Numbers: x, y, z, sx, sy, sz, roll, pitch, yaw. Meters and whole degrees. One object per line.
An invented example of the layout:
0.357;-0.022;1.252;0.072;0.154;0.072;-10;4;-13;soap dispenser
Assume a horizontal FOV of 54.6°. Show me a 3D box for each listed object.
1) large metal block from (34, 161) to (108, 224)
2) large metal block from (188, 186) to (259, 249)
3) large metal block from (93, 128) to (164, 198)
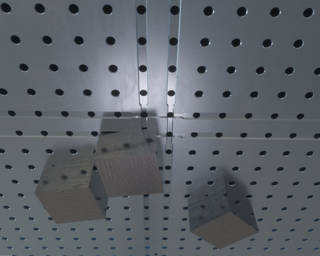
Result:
-0.132;0.101;0.480;0.080;0.050;0.080;-8;130;6;large metal block
0.106;0.154;0.527;0.080;0.050;0.080;-36;122;26;large metal block
-0.040;0.050;0.438;0.080;0.050;0.080;-6;130;5;large metal block
